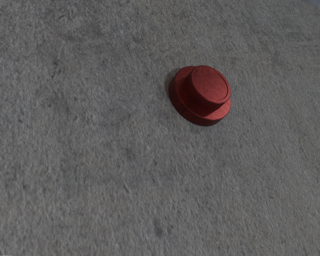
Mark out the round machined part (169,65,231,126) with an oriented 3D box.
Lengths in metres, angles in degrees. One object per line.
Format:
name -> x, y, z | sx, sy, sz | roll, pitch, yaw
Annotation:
round machined part -> 0.066, -0.055, 0.464 | 0.099, 0.042, 0.098 | 14, 56, -21
